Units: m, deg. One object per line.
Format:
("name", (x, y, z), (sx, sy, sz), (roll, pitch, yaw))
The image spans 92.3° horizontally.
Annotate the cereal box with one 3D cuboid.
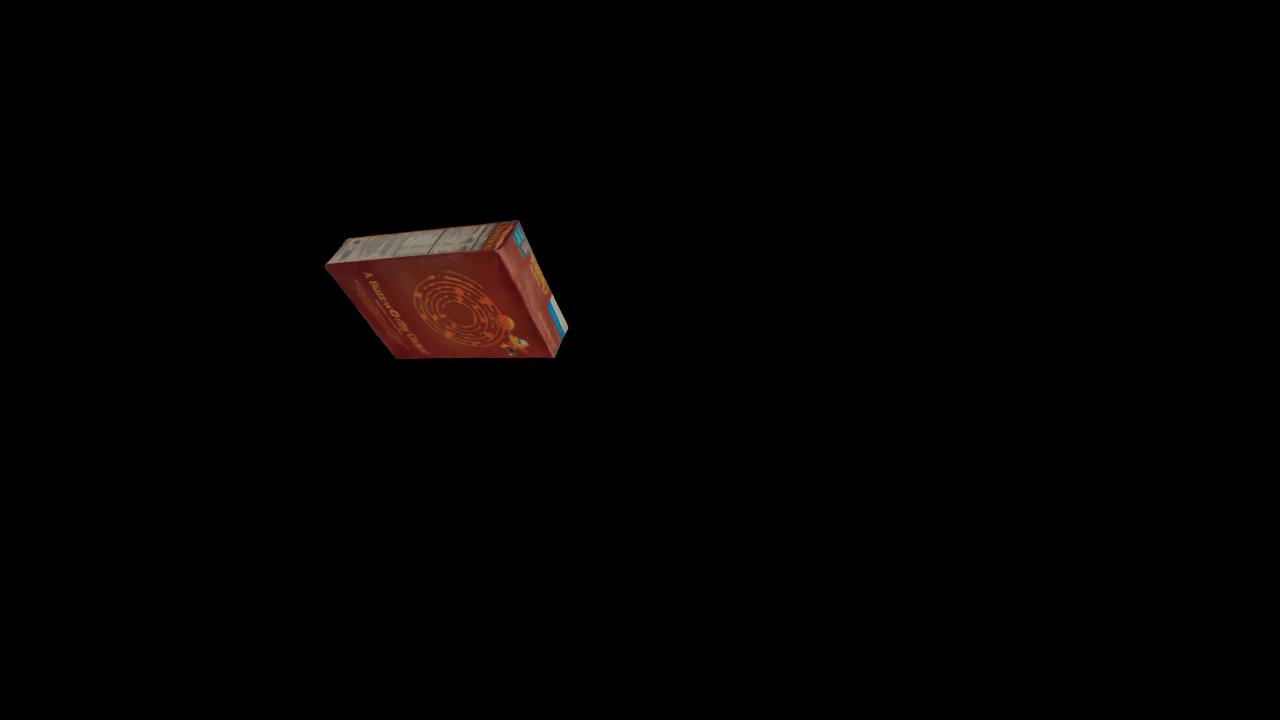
("cereal box", (-0.282, -0.094, 0.920), (0.306, 0.081, 0.203), (-1, -44, 21))
